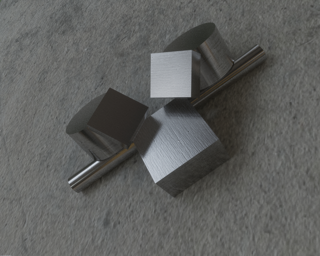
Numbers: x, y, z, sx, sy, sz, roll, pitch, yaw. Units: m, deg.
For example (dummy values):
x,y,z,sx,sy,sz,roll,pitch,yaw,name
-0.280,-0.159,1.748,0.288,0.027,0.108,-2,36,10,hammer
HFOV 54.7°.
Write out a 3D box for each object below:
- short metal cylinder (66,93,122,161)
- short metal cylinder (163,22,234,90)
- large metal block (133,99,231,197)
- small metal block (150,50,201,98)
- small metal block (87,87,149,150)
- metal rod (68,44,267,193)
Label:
x,y,z,sx,sy,sz,roll,pitch,yaw,name
-0.076,-0.003,0.412,0.080,0.050,0.080,-28,29,18,short metal cylinder
0.047,-0.091,0.400,0.080,0.050,0.080,-28,29,18,short metal cylinder
0.021,0.020,0.363,0.080,0.050,0.080,-36,51,4,large metal block
0.018,-0.059,0.351,0.050,0.025,0.050,2,93,29,small metal block
-0.047,-0.010,0.355,0.050,0.025,0.050,27,74,4,small metal block
0.007,-0.010,0.406,0.300,0.025,0.025,-35,52,4,metal rod
